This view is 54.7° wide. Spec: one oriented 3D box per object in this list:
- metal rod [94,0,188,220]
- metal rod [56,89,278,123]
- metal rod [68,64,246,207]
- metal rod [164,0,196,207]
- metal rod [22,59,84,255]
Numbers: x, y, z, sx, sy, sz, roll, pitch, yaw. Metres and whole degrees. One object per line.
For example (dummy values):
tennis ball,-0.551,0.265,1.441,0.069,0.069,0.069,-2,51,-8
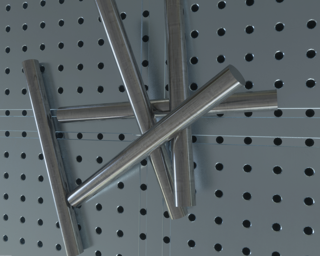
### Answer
metal rod,-0.024,-0.027,0.391,0.025,0.025,0.298,-17,95,19
metal rod,-0.004,-0.026,0.413,0.301,0.025,0.025,-3,89,19
metal rod,-0.025,0.027,0.376,0.299,0.025,0.025,-38,78,32
metal rod,0.022,-0.058,0.380,0.025,0.025,0.298,-6,79,19
metal rod,-0.163,0.041,0.468,0.025,0.025,0.298,-17,85,19
